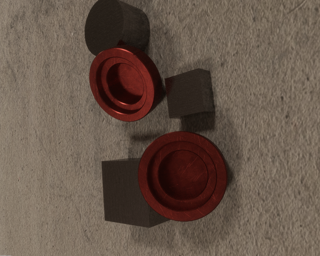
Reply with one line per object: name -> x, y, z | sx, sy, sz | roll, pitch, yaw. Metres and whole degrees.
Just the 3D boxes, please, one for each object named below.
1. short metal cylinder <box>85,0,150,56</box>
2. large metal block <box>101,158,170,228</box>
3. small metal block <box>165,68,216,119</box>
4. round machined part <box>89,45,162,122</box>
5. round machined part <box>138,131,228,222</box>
short metal cylinder -> -0.061, -0.136, 0.436 | 0.080, 0.050, 0.079 | 0, 90, 39
large metal block -> -0.030, 0.081, 0.411 | 0.080, 0.050, 0.080 | -6, 86, 39
small metal block -> 0.036, -0.040, 0.374 | 0.050, 0.025, 0.050 | -11, 83, 39
round machined part -> -0.041, -0.061, 0.410 | 0.098, 0.042, 0.097 | 12, 119, 23
round machined part -> 0.028, 0.053, 0.354 | 0.098, 0.042, 0.097 | -1, 88, 15
